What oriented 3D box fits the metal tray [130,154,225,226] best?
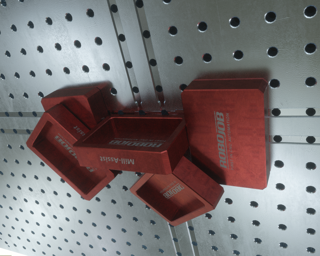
[{"bbox_3d":[0.017,0.086,0.427,0.090,0.030,0.129,39,146,0],"label":"metal tray"}]

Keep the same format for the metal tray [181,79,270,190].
[{"bbox_3d":[0.081,0.009,0.369,0.090,0.030,0.129,3,120,26],"label":"metal tray"}]

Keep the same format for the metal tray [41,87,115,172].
[{"bbox_3d":[-0.115,0.006,0.470,0.090,0.030,0.129,-1,119,28],"label":"metal tray"}]

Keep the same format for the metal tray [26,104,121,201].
[{"bbox_3d":[-0.126,0.038,0.455,0.130,0.030,0.090,44,128,-3],"label":"metal tray"}]

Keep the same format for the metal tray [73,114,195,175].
[{"bbox_3d":[-0.031,0.016,0.393,0.130,0.090,0.030,2,119,27],"label":"metal tray"}]
